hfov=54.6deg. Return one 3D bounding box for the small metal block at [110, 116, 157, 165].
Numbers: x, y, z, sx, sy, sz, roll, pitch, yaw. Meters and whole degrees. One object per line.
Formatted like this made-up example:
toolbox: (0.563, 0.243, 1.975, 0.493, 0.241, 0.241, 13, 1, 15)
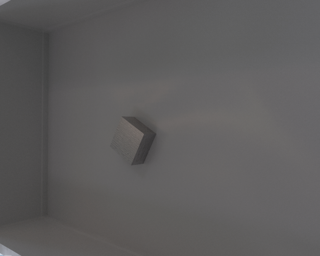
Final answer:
small metal block: (-0.039, 0.017, 0.440, 0.050, 0.025, 0.050, 36, 112, 34)
